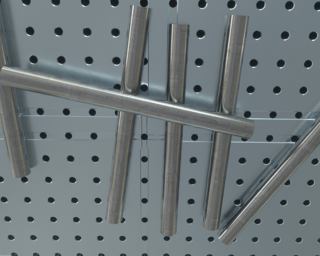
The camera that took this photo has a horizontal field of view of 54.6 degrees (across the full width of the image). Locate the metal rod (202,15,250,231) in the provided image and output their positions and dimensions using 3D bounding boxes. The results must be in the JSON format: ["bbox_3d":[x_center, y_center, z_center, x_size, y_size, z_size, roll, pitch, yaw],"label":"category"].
[{"bbox_3d":[0.084,0.007,0.416,0.025,0.025,0.298,3,110,-1],"label":"metal rod"}]

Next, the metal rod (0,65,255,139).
[{"bbox_3d":[-0.034,-0.030,0.374,0.302,0.025,0.025,12,110,-5],"label":"metal rod"}]

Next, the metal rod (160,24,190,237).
[{"bbox_3d":[0.018,0.017,0.419,0.025,0.025,0.298,2,110,-1],"label":"metal rod"}]

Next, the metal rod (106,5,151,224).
[{"bbox_3d":[-0.046,-0.003,0.411,0.025,0.025,0.298,8,110,-3],"label":"metal rod"}]

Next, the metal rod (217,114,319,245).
[{"bbox_3d":[0.179,0.052,0.433,0.025,0.025,0.299,31,107,-11],"label":"metal rod"}]

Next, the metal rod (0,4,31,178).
[{"bbox_3d":[-0.198,-0.076,0.383,0.025,0.025,0.298,-1,110,0],"label":"metal rod"}]
